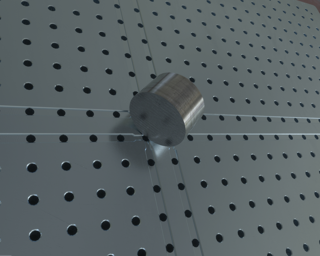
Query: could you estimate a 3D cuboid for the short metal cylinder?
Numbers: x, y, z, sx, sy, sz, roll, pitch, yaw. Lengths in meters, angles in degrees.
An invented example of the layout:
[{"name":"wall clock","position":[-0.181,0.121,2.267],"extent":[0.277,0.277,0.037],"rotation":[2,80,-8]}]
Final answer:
[{"name":"short metal cylinder","position":[0.009,-0.023,0.392],"extent":[0.080,0.080,0.050],"rotation":[42,51,0]}]
